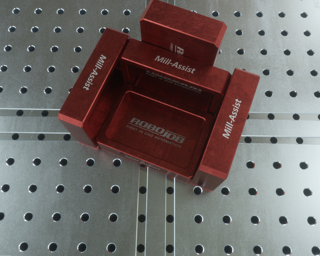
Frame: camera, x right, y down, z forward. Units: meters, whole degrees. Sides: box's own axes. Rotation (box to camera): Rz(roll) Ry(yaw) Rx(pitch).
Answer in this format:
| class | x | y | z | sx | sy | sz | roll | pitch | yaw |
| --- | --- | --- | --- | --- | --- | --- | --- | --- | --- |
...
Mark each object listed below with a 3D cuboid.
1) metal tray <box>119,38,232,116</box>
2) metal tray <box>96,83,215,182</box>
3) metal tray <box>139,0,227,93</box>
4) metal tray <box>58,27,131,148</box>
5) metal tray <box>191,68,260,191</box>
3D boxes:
| class | x | y | z | sx | sy | sz | roll | pitch | yaw |
| --- | --- | --- | --- | --- | --- | --- | --- | --- | --- |
| metal tray | 0.017 | -0.058 | 0.398 | 0.130 | 0.090 | 0.030 | 21 | 72 | 7 |
| metal tray | -0.005 | 0.005 | 0.407 | 0.130 | 0.030 | 0.090 | 21 | 71 | 7 |
| metal tray | 0.025 | -0.093 | 0.389 | 0.090 | 0.130 | 0.030 | 21 | 72 | 7 |
| metal tray | -0.074 | -0.048 | 0.394 | 0.030 | 0.090 | 0.130 | 21 | 71 | 7 |
| metal tray | 0.078 | 0.005 | 0.375 | 0.030 | 0.090 | 0.130 | 21 | 71 | 7 |
